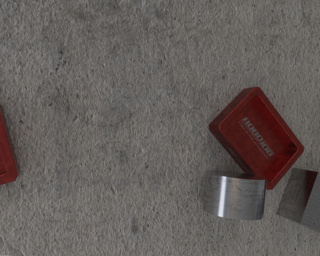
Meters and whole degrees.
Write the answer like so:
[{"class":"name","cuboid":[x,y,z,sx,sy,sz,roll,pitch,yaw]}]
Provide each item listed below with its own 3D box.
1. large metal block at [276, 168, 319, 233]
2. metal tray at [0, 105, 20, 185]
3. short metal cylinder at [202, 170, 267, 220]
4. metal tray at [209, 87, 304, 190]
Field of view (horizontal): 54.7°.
[{"class":"large metal block","cuboid":[0.242,0.117,0.485,0.080,0.050,0.080,27,81,-18]},{"class":"metal tray","cuboid":[-0.227,0.028,0.322,0.131,0.030,0.089,-15,95,-20]},{"class":"short metal cylinder","cuboid":[0.099,0.088,0.417,0.081,0.080,0.050,6,88,-20]},{"class":"metal tray","cuboid":[0.145,0.015,0.459,0.090,0.030,0.130,-45,104,-15]}]
